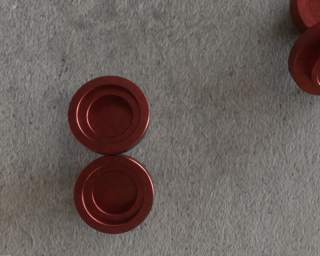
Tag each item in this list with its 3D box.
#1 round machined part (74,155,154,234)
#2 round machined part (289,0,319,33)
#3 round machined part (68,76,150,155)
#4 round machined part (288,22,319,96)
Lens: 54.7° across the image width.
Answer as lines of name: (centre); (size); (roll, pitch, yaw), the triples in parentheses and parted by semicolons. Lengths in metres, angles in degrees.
round machined part: (-0.057, 0.082, 0.400); (0.099, 0.042, 0.097); (0, 91, -1)
round machined part: (0.218, -0.158, 0.404); (0.099, 0.042, 0.097); (0, 90, -1)
round machined part: (-0.062, -0.013, 0.393); (0.099, 0.042, 0.098); (0, 76, -1)
round machined part: (0.214, -0.081, 0.380); (0.099, 0.042, 0.097); (0, 127, 0)
